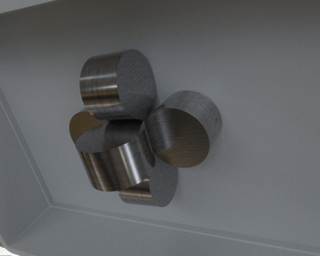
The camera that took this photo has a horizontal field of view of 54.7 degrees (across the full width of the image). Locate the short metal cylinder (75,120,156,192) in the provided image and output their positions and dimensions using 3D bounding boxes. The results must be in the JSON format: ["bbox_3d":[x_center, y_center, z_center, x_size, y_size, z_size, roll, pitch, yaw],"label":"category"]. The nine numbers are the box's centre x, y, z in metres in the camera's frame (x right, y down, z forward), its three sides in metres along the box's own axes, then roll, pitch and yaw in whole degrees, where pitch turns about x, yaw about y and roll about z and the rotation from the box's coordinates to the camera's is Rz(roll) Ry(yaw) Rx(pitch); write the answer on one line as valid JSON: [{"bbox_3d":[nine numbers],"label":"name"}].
[{"bbox_3d":[-0.050,0.028,0.358,0.080,0.080,0.050,-1,118,29],"label":"short metal cylinder"}]

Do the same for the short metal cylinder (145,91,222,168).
[{"bbox_3d":[0.029,0.001,0.375,0.080,0.050,0.079,13,124,21],"label":"short metal cylinder"}]

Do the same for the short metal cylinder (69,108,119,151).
[{"bbox_3d":[-0.078,0.002,0.432,0.080,0.050,0.079,13,124,21],"label":"short metal cylinder"}]

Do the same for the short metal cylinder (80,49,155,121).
[{"bbox_3d":[-0.047,-0.049,0.365,0.050,0.080,0.080,-2,117,29],"label":"short metal cylinder"}]

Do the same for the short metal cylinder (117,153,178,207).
[{"bbox_3d":[-0.016,0.064,0.419,0.050,0.080,0.080,-2,117,29],"label":"short metal cylinder"}]
